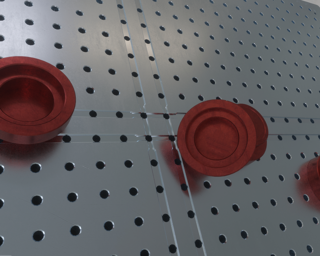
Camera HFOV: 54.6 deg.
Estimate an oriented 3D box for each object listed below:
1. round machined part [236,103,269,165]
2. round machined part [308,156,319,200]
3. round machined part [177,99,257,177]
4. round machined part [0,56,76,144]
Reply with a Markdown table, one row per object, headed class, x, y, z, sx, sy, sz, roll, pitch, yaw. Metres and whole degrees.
| class | x | y | z | sx | sy | sz | roll | pitch | yaw |
| --- | --- | --- | --- | --- | --- | --- | --- | --- | --- |
| round machined part | 0.120 | 0.003 | 0.459 | 0.099 | 0.042 | 0.098 | 13 | 56 | -21 |
| round machined part | 0.294 | 0.084 | 0.503 | 0.099 | 0.042 | 0.098 | 14 | 56 | -21 |
| round machined part | 0.074 | 0.015 | 0.406 | 0.098 | 0.042 | 0.098 | -2 | 80 | 12 |
| round machined part | -0.145 | -0.026 | 0.335 | 0.099 | 0.042 | 0.098 | 13 | 56 | -21 |
